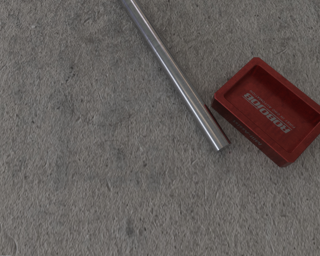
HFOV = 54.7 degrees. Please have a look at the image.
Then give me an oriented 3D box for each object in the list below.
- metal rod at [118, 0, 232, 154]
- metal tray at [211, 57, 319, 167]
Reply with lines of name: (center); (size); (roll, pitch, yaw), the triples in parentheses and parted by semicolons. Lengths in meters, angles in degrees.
metal rod: (0.010, -0.097, 0.443); (0.025, 0.025, 0.299); (-27, 72, -10)
metal tray: (0.146, -0.023, 0.415); (0.090, 0.030, 0.130); (-42, 76, -14)
